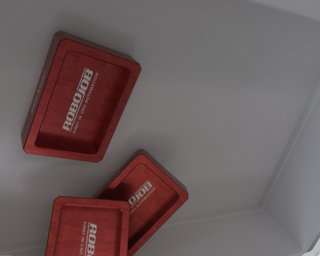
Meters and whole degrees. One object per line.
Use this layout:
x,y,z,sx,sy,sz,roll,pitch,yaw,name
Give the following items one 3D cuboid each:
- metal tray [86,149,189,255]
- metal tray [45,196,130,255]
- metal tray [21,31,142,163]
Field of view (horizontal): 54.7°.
-0.037,0.105,0.421,0.090,0.030,0.130,43,94,-7,metal tray
-0.085,0.150,0.360,0.091,0.130,0.030,8,155,-14,metal tray
-0.087,-0.028,0.340,0.091,0.030,0.129,13,112,-34,metal tray
